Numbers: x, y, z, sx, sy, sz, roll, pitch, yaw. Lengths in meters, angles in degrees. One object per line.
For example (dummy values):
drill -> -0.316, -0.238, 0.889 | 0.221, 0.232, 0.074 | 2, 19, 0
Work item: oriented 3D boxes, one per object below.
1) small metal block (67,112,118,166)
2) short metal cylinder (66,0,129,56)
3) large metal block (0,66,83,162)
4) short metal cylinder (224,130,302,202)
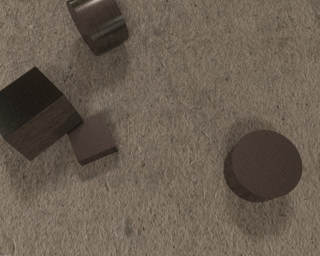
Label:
small metal block -> -0.088, 0.015, 0.402 | 0.050, 0.025, 0.050 | -22, 72, -9
short metal cylinder -> -0.087, -0.149, 0.432 | 0.050, 0.080, 0.080 | -32, 74, -11
large metal block -> -0.159, -0.020, 0.387 | 0.080, 0.050, 0.080 | -41, 54, -14
short metal cylinder -> 0.123, 0.048, 0.379 | 0.081, 0.050, 0.080 | 0, 70, 0
